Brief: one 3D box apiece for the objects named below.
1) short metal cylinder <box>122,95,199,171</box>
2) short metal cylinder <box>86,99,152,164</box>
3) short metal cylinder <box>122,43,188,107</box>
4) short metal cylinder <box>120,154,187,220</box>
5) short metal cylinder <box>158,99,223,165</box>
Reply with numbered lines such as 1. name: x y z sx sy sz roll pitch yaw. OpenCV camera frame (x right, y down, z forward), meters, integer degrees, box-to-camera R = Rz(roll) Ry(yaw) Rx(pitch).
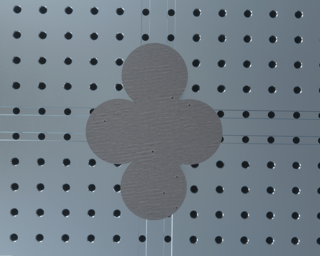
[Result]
1. short metal cylinder: 0.001 0.005 0.350 0.081 0.050 0.079 0 90 0
2. short metal cylinder: -0.050 0.004 0.400 0.081 0.050 0.079 0 90 0
3. short metal cylinder: -0.007 -0.064 0.400 0.081 0.050 0.079 0 90 -1
4. short metal cylinder: -0.008 0.072 0.400 0.081 0.050 0.080 0 88 -1
5. short metal cylinder: 0.036 0.005 0.400 0.081 0.050 0.079 0 90 0
